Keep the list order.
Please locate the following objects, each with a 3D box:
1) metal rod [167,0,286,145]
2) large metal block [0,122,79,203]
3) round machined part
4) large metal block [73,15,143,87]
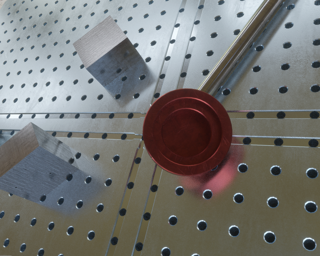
[{"bbox_3d":[0.100,-0.098,0.416,0.025,0.025,0.300,30,78,37],"label":"metal rod"},{"bbox_3d":[-0.177,0.051,0.435,0.080,0.080,0.050,-39,51,2],"label":"large metal block"},{"bbox_3d":[0.030,0.007,0.359,0.099,0.042,0.098,0,79,-2],"label":"round machined part"},{"bbox_3d":[-0.089,-0.129,0.518,0.080,0.050,0.080,-36,51,4],"label":"large metal block"}]
